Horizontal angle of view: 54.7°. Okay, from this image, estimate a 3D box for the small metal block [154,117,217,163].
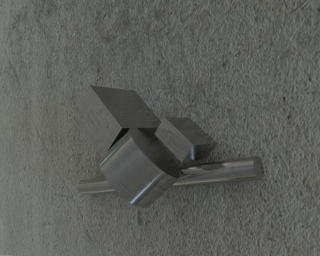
[{"bbox_3d":[0.031,0.012,0.364,0.050,0.050,0.025,45,117,30],"label":"small metal block"}]

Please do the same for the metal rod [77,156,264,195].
[{"bbox_3d":[-0.011,0.069,0.414,0.300,0.025,0.025,-14,81,39],"label":"metal rod"}]

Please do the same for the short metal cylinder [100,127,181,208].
[{"bbox_3d":[-0.022,0.045,0.358,0.050,0.080,0.080,-46,61,11],"label":"short metal cylinder"}]

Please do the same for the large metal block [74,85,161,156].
[{"bbox_3d":[-0.053,-0.009,0.413,0.080,0.081,0.050,50,120,28],"label":"large metal block"}]
